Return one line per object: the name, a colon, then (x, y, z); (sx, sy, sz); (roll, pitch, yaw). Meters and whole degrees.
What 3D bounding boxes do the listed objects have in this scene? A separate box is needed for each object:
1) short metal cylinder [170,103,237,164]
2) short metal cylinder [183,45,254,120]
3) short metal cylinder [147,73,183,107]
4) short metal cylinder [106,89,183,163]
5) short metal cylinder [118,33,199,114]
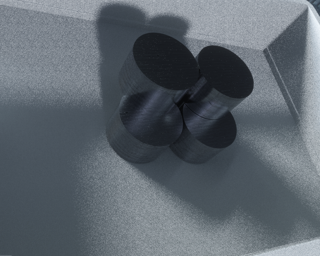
short metal cylinder: (0.054, 0.002, 0.415); (0.081, 0.050, 0.080); (14, 56, -21)
short metal cylinder: (0.071, -0.058, 0.395); (0.081, 0.050, 0.080); (14, 56, -21)
short metal cylinder: (0.005, -0.062, 0.428); (0.081, 0.050, 0.080); (14, 56, -21)
short metal cylinder: (-0.019, -0.003, 0.379); (0.081, 0.050, 0.080); (14, 56, -21)
short metal cylinder: (-0.002, -0.063, 0.360); (0.081, 0.050, 0.080); (14, 56, -21)
